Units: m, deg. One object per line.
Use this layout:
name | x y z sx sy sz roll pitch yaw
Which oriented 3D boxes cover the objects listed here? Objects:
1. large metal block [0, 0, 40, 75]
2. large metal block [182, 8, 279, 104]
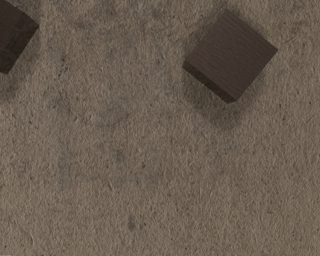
large metal block | -0.219 -0.127 0.395 0.080 0.050 0.080 33 90 -1
large metal block | 0.087 -0.089 0.399 0.080 0.050 0.080 39 90 -1
